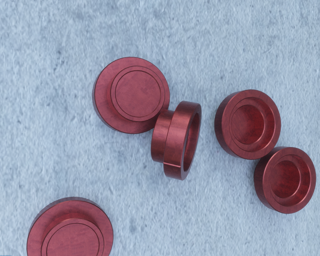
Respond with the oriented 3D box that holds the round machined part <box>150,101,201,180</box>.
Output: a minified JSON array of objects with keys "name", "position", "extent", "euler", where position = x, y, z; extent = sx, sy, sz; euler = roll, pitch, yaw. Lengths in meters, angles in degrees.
[{"name":"round machined part","position":[0.020,0.013,0.389],"extent":[0.042,0.098,0.098],"euler":[12,85,16]}]

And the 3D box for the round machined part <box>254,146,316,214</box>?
[{"name":"round machined part","position":[0.183,0.076,0.470],"extent":[0.099,0.042,0.097],"euler":[0,90,-21]}]

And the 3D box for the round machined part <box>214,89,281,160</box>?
[{"name":"round machined part","position":[0.121,-0.005,0.446],"extent":[0.099,0.042,0.097],"euler":[0,90,-21]}]

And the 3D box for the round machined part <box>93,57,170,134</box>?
[{"name":"round machined part","position":[-0.032,-0.041,0.389],"extent":[0.099,0.042,0.097],"euler":[0,90,-20]}]

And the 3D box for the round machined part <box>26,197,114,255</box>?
[{"name":"round machined part","position":[-0.103,0.134,0.363],"extent":[0.099,0.042,0.097],"euler":[0,90,-21]}]
